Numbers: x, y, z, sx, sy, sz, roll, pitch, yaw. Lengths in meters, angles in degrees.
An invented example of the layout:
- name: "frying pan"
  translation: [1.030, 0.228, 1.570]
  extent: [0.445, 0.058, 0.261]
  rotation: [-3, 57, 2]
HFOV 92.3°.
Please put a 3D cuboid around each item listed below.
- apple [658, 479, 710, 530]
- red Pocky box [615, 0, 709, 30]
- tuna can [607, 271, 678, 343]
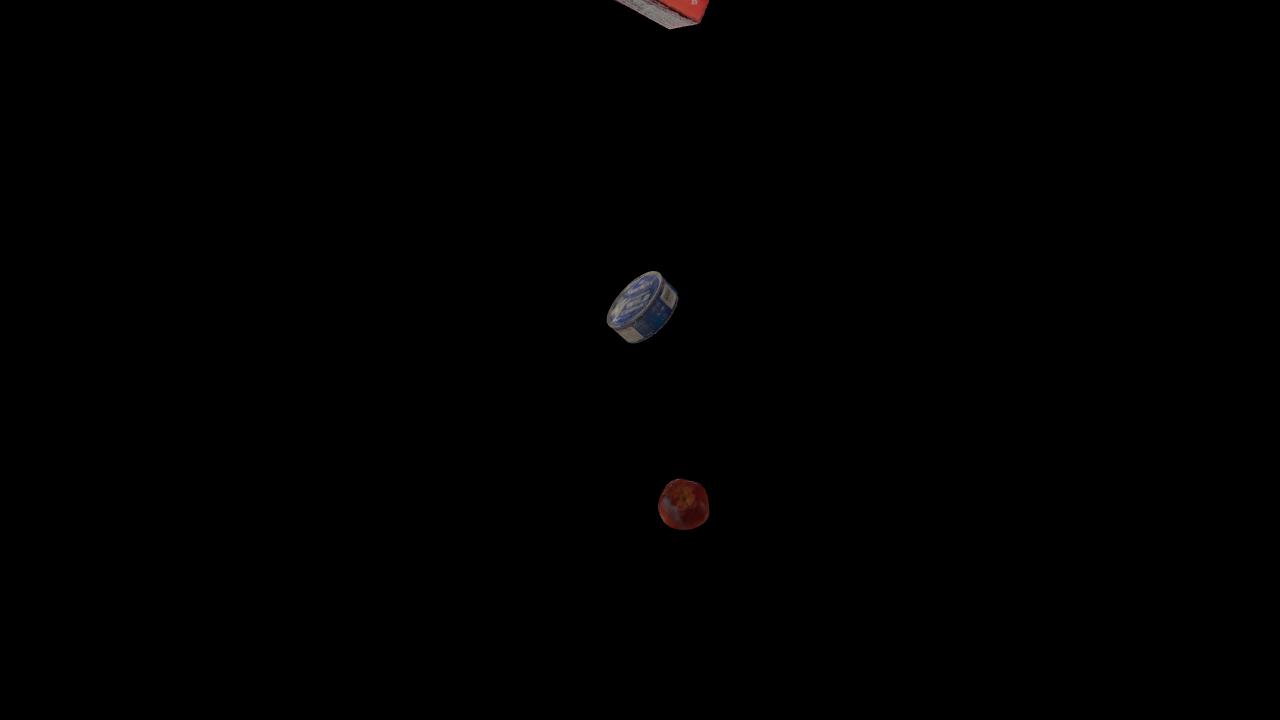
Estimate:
- name: "apple"
  translation: [0.066, 0.217, 0.923]
  extent: [0.079, 0.079, 0.093]
  rotation: [0, -29, 1]
- name: "red Pocky box"
  translation: [0.009, -0.330, 0.551]
  extent: [0.083, 0.028, 0.155]
  rotation: [21, 22, -17]
- name: "tuna can"
  translation: [0.003, -0.060, 0.707]
  extent: [0.034, 0.084, 0.084]
  rotation: [41, -22, -27]
